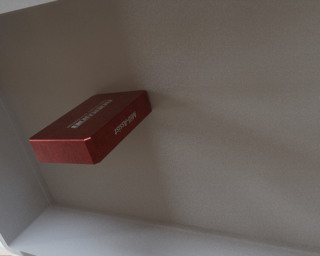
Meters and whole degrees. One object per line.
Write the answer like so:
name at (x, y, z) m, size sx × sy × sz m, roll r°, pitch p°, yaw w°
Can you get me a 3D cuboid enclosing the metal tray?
metal tray at (-0.079, -0.005, 0.380) m, size 0.090 × 0.131 × 0.030 m, roll -1°, pitch 118°, yaw 29°
